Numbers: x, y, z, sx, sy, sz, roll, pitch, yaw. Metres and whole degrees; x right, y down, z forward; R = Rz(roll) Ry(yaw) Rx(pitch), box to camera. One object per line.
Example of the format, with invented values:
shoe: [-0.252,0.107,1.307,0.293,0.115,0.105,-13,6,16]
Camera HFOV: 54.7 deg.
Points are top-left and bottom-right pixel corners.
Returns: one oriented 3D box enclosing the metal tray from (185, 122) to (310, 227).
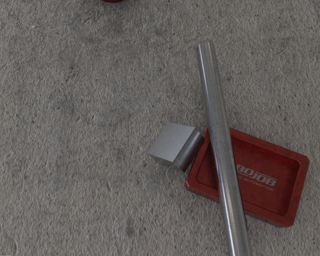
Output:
metal tray: [0.107,0.057,0.385,0.130,0.030,0.090,21,71,7]

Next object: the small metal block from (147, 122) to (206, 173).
small metal block: [0.020,0.023,0.386,0.050,0.025,0.050,13,63,51]

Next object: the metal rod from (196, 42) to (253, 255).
metal rod: [0.075,0.032,0.364,0.025,0.025,0.299,-5,70,-2]

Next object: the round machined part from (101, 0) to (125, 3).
round machined part: [-0.076,-0.238,0.485,0.099,0.042,0.098,0,70,0]
